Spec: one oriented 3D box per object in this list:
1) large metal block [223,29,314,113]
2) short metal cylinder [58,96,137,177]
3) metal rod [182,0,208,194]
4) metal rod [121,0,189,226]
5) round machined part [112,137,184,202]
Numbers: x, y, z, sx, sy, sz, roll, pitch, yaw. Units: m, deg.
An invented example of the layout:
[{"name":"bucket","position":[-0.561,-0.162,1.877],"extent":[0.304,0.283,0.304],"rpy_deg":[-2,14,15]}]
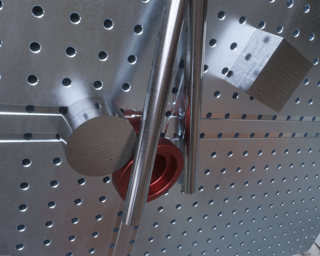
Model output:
[{"name":"large metal block","position":[0.151,-0.078,0.432],"extent":[0.080,0.050,0.080],"rpy_deg":[21,107,-37]},{"name":"short metal cylinder","position":[-0.074,0.010,0.362],"extent":[0.081,0.050,0.079],"rpy_deg":[-14,124,-21]},{"name":"metal rod","position":[0.044,-0.028,0.419],"extent":[0.025,0.025,0.298],"rpy_deg":[-15,125,-20]},{"name":"metal rod","position":[-0.004,-0.032,0.346],"extent":[0.025,0.025,0.298],"rpy_deg":[6,102,-31]},{"name":"round machined part","position":[-0.020,0.052,0.418],"extent":[0.099,0.042,0.097],"rpy_deg":[-20,132,-24]}]
